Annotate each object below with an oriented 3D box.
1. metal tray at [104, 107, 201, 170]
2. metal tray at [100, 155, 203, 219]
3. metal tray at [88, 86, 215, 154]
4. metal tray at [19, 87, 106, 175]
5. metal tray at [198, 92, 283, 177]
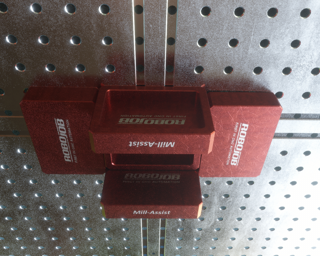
[{"bbox_3d":[-0.010,0.016,0.419,0.131,0.030,0.089,0,130,-1],"label":"metal tray"},{"bbox_3d":[-0.011,0.080,0.435,0.131,0.090,0.030,1,130,-1],"label":"metal tray"},{"bbox_3d":[-0.009,-0.012,0.359,0.131,0.090,0.030,1,130,-1],"label":"metal tray"},{"bbox_3d":[-0.121,0.008,0.413,0.091,0.030,0.129,1,130,-1],"label":"metal tray"},{"bbox_3d":[0.101,0.013,0.419,0.091,0.030,0.129,0,130,-2],"label":"metal tray"}]
